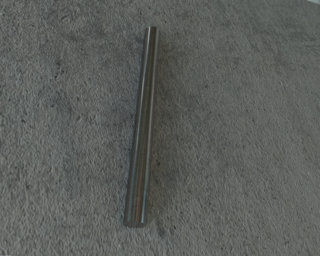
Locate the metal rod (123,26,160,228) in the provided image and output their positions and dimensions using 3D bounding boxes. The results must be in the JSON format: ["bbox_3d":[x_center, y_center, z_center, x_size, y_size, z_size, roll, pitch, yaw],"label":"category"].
[{"bbox_3d":[-0.019,-0.024,0.407,0.025,0.025,0.300,16,55,-19],"label":"metal rod"}]
